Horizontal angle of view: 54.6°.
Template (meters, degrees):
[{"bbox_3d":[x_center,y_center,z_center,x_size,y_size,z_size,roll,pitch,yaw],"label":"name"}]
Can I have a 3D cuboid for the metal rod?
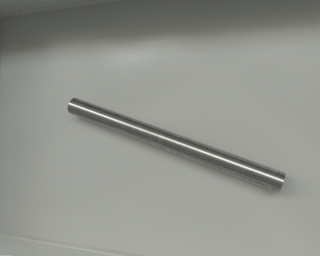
[{"bbox_3d":[0.007,0.016,0.406,0.301,0.025,0.025,20,97,19],"label":"metal rod"}]
